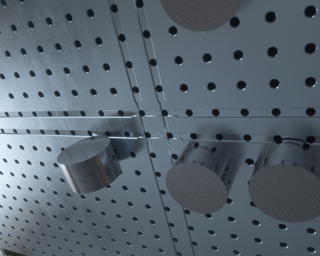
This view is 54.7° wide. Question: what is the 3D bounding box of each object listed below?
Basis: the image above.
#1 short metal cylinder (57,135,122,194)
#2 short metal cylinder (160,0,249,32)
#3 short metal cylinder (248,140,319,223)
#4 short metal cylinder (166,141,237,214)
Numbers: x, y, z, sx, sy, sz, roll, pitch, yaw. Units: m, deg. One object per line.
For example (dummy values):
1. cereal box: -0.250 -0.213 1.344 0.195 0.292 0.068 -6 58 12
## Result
1. short metal cylinder: -0.104 0.053 0.461 0.080 0.080 0.050 -4 117 29
2. short metal cylinder: 0.044 -0.136 0.287 0.080 0.050 0.079 13 124 20
3. short metal cylinder: 0.147 0.060 0.354 0.080 0.050 0.079 13 124 20
4. short metal cylinder: 0.054 0.064 0.405 0.080 0.050 0.079 13 124 20
